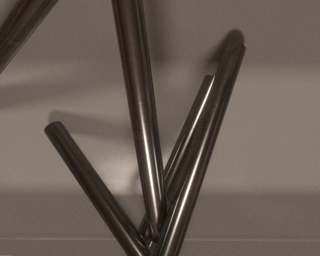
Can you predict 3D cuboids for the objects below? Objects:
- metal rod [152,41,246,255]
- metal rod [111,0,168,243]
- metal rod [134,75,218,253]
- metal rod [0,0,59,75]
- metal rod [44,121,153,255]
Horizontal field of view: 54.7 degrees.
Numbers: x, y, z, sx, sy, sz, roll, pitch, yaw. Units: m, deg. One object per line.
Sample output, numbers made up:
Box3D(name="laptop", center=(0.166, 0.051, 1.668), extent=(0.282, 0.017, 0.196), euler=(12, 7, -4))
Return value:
Box3D(name="metal rod", center=(0.041, 0.036, 0.340), extent=(0.025, 0.025, 0.299), euler=(23, 75, -9))
Box3D(name="metal rod", center=(-0.016, -0.013, 0.289), extent=(0.025, 0.025, 0.298), euler=(-6, 114, 2))
Box3D(name="metal rod", center=(0.008, 0.074, 0.377), extent=(0.025, 0.025, 0.299), euler=(25, 84, -9))
Box3D(name="metal rod", center=(-0.144, -0.089, 0.301), extent=(0.299, 0.025, 0.025), euler=(-26, 111, 40))
Box3D(name="metal rod", center=(-0.051, 0.106, 0.359), extent=(0.025, 0.025, 0.300), euler=(-46, 68, 14))
